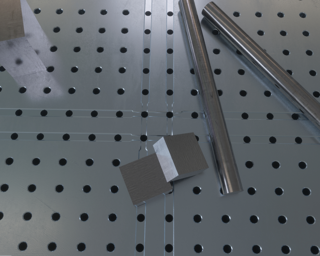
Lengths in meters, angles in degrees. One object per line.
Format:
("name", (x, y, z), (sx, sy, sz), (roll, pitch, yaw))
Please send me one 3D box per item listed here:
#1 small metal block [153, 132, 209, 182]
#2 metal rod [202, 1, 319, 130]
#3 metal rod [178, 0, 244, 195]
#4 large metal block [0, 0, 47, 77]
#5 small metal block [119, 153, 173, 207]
("small metal block", (0.026, 0.036, 0.387), (0.050, 0.025, 0.050), (-7, 66, -37))
("metal rod", (0.167, -0.074, 0.440), (0.025, 0.025, 0.300), (-36, 74, -12))
("metal rod", (0.066, -0.058, 0.433), (0.025, 0.025, 0.299), (-9, 70, -3))
("large metal block", (-0.200, -0.129, 0.428), (0.050, 0.080, 0.080), (-14, 71, -5))
("small metal block", (-0.018, 0.065, 0.388), (0.050, 0.025, 0.050), (-21, 72, -8))
